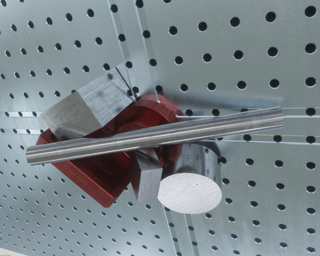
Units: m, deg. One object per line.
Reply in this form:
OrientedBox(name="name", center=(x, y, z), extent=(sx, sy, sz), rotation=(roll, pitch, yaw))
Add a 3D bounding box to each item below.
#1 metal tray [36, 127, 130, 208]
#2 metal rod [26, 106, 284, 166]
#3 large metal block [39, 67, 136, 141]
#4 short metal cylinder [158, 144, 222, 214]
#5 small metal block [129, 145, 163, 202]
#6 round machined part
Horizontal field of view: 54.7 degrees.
OrientedBox(name="metal tray", center=(-0.095, 0.038, 0.440), extent=(0.130, 0.090, 0.030), rotation=(40, 129, 1))
OrientedBox(name="metal rod", center=(-0.015, 0.012, 0.363), extent=(0.301, 0.025, 0.025), rotation=(-9, 115, 10))
OrientedBox(name="large metal block", center=(-0.092, -0.028, 0.403), extent=(0.080, 0.080, 0.050), rotation=(-23, 106, 36))
OrientedBox(name="short metal cylinder", center=(0.038, 0.066, 0.399), extent=(0.080, 0.050, 0.079), rotation=(4, 130, 5))
OrientedBox(name="small metal block", center=(-0.020, 0.053, 0.380), extent=(0.025, 0.050, 0.050), rotation=(-4, 125, -19))
OrientedBox(name="round machined part", center=(-0.021, 0.013, 0.421), extent=(0.098, 0.042, 0.097), rotation=(13, 124, 20))
